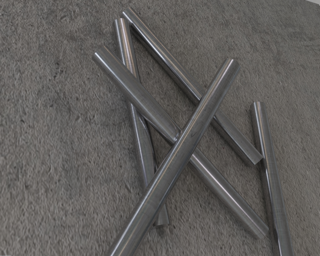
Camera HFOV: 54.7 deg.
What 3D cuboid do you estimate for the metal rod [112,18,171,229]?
[{"bbox_3d":[-0.030,-0.024,0.402,0.025,0.025,0.299,2,61,-28],"label":"metal rod"}]

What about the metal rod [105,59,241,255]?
[{"bbox_3d":[0.020,0.033,0.346,0.025,0.025,0.300,35,66,-5],"label":"metal rod"}]

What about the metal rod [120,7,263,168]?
[{"bbox_3d":[0.043,-0.065,0.466,0.025,0.025,0.300,-34,81,-38],"label":"metal rod"}]

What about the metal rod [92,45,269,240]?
[{"bbox_3d":[0.027,0.021,0.382,0.300,0.025,0.025,48,51,-4],"label":"metal rod"}]

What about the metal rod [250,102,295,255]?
[{"bbox_3d":[0.158,0.091,0.433,0.025,0.025,0.300,15,56,-20],"label":"metal rod"}]
